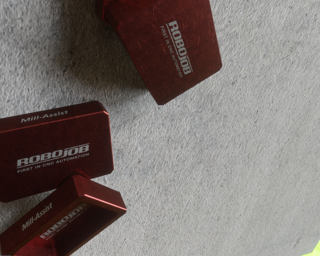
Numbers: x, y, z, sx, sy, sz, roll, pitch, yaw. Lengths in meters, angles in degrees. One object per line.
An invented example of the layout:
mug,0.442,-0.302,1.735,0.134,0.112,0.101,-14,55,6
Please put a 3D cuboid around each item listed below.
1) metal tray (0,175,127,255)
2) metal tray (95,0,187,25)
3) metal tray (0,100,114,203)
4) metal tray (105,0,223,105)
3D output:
metal tray,-0.119,0.120,0.389,0.130,0.030,0.090,-39,141,9
metal tray,-0.011,-0.166,0.294,0.091,0.030,0.129,-6,121,-26
metal tray,-0.122,0.026,0.352,0.131,0.030,0.089,-13,124,-21
metal tray,0.012,-0.089,0.326,0.090,0.030,0.130,-32,146,0
